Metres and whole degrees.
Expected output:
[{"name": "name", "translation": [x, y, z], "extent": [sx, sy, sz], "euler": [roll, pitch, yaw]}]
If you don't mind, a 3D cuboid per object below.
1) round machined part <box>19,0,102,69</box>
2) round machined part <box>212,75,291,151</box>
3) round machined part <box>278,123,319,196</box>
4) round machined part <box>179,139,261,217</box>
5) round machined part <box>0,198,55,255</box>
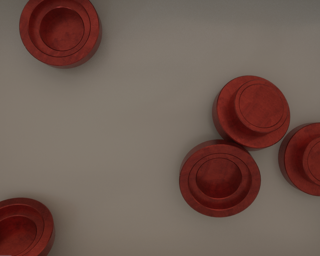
[{"name": "round machined part", "translation": [-0.124, -0.125, 0.401], "extent": [0.099, 0.042, 0.097], "euler": [0, 90, -1]}, {"name": "round machined part", "translation": [0.120, -0.022, 0.392], "extent": [0.099, 0.042, 0.098], "euler": [2, 75, -8]}, {"name": "round machined part", "translation": [0.212, 0.041, 0.406], "extent": [0.099, 0.042, 0.097], "euler": [0, 90, -1]}, {"name": "round machined part", "translation": [0.074, 0.060, 0.396], "extent": [0.099, 0.042, 0.097], "euler": [1, 106, 4]}, {"name": "round machined part", "translation": [-0.181, 0.138, 0.383], "extent": [0.099, 0.098, 0.042], "euler": [7, 130, -1]}]
